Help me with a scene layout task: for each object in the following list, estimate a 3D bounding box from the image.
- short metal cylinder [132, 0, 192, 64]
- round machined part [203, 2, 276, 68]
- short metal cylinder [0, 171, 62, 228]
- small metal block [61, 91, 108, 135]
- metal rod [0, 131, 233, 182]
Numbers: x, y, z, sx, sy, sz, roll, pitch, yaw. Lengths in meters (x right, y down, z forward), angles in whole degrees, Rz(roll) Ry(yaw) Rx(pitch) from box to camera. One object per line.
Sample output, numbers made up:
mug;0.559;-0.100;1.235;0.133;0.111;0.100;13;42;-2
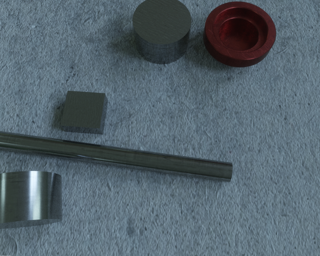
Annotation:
short metal cylinder;0.003;-0.140;0.446;0.081;0.050;0.080;0;70;0
round machined part;0.111;-0.129;0.447;0.099;0.042;0.098;0;70;0
short metal cylinder;-0.152;0.082;0.348;0.081;0.080;0.050;-7;70;-3
small metal block;-0.100;-0.020;0.415;0.050;0.025;0.050;4;70;1
metal rod;-0.061;0.036;0.394;0.302;0.025;0.025;8;70;2
